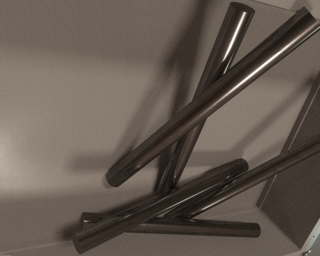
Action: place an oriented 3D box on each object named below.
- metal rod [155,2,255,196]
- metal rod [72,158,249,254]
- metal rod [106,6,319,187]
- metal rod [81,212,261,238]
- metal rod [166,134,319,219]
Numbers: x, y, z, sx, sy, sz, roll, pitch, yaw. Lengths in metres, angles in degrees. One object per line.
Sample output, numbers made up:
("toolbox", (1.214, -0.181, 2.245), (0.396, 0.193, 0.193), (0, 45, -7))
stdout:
("metal rod", (0.041, -0.004, 0.386), (0.025, 0.025, 0.298), (-5, 135, -26))
("metal rod", (0.023, 0.098, 0.441), (0.302, 0.025, 0.025), (-16, 126, -36))
("metal rod", (0.035, -0.013, 0.345), (0.025, 0.025, 0.299), (23, 130, -37))
("metal rod", (0.030, 0.155, 0.488), (0.302, 0.025, 0.025), (10, 114, -22))
("metal rod", (0.147, 0.081, 0.497), (0.301, 0.025, 0.025), (-30, 130, 8))
